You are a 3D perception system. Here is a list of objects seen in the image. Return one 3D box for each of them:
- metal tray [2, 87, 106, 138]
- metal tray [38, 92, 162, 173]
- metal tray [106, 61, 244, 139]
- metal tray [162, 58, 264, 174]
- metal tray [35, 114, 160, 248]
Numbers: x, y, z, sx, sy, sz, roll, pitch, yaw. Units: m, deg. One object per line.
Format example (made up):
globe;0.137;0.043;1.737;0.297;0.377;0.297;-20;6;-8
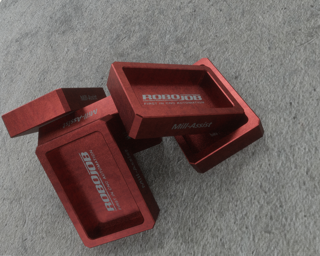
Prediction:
metal tray;-0.136;-0.025;0.429;0.090;0.130;0.030;-22;92;15
metal tray;-0.074;0.010;0.395;0.130;0.090;0.030;-22;54;14
metal tray;0.017;-0.034;0.345;0.131;0.030;0.090;-4;46;-28
metal tray;0.053;-0.020;0.385;0.090;0.030;0.130;-33;52;6
metal tray;-0.068;0.061;0.346;0.090;0.030;0.129;-23;98;15
